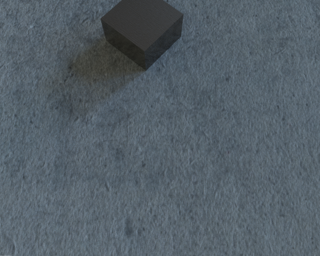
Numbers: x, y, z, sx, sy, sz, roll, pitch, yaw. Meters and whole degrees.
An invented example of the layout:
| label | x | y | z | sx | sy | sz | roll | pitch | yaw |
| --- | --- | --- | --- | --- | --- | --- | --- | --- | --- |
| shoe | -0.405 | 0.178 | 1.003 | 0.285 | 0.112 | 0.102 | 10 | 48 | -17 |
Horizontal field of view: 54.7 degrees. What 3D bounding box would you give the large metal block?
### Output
| label | x | y | z | sx | sy | sz | roll | pitch | yaw |
| --- | --- | --- | --- | --- | --- | --- | --- | --- | --- |
| large metal block | -0.024 | -0.145 | 0.447 | 0.080 | 0.050 | 0.080 | 39 | 74 | 12 |
